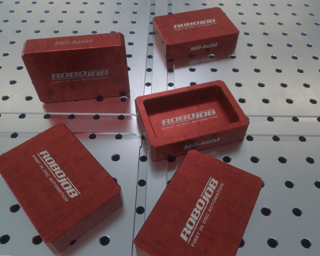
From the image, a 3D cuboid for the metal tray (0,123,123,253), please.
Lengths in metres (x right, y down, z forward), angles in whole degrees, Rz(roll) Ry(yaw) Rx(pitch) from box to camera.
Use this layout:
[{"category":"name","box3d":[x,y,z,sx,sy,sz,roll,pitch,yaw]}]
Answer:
[{"category":"metal tray","box3d":[-0.116,0.060,0.353,0.091,0.030,0.130,-34,58,-25]}]

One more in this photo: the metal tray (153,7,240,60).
[{"category":"metal tray","box3d":[0.061,-0.169,0.547,0.131,0.030,0.090,-13,51,-11]}]

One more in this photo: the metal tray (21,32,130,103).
[{"category":"metal tray","box3d":[-0.111,-0.082,0.434,0.131,0.090,0.030,-6,51,-5]}]

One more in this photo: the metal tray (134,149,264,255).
[{"category":"metal tray","box3d":[0.044,0.092,0.327,0.090,0.030,0.130,23,54,18]}]

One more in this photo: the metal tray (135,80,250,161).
[{"category":"metal tray","box3d":[0.040,-0.014,0.416,0.131,0.030,0.090,-13,51,-11]}]
